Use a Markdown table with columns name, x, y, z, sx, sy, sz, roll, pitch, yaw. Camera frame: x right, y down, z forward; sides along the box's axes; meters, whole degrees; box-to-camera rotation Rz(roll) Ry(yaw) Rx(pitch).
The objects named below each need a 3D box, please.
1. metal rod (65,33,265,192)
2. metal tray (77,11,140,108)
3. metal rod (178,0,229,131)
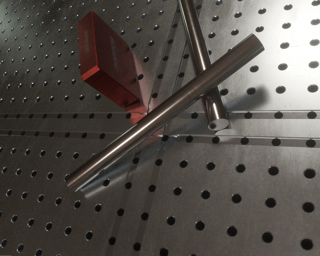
| name | x | y | z | sx | sy | sz | roll | pitch | yaw |
| --- | --- | --- | --- | --- | --- | --- | --- | --- | --- |
| metal rod | -0.002 | -0.012 | 0.393 | 0.300 | 0.025 | 0.025 | -37 | 51 | 11 |
| metal tray | -0.078 | -0.103 | 0.466 | 0.030 | 0.090 | 0.130 | -30 | 52 | 21 |
| metal rod | 0.054 | -0.127 | 0.456 | 0.025 | 0.025 | 0.299 | -19 | 54 | 16 |
